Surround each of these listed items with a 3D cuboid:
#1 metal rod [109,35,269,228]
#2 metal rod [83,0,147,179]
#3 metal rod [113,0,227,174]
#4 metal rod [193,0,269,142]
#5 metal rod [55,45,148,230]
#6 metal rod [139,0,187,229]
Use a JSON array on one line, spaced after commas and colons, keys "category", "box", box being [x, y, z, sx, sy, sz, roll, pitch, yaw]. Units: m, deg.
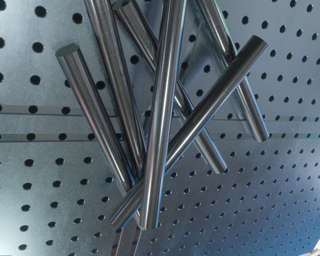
[{"category": "metal rod", "box": [0.032, 0.011, 0.400, 0.025, 0.025, 0.299, 31, 101, -38]}, {"category": "metal rod", "box": [-0.041, -0.029, 0.370, 0.025, 0.025, 0.299, -23, 127, -15]}, {"category": "metal rod", "box": [0.029, -0.031, 0.406, 0.025, 0.025, 0.300, -38, 129, -3]}, {"category": "metal rod", "box": [0.098, -0.080, 0.414, 0.025, 0.025, 0.300, -38, 129, -2]}, {"category": "metal rod", "box": [-0.058, 0.037, 0.401, 0.025, 0.025, 0.299, -26, 128, -12]}, {"category": "metal rod", "box": [0.002, -0.017, 0.355, 0.025, 0.025, 0.298, -3, 111, -27]}]
